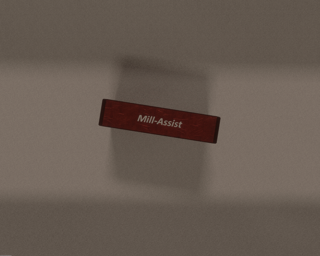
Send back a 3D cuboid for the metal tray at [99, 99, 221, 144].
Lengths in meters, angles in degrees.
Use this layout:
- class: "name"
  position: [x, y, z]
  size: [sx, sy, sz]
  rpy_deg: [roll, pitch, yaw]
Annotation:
- class: "metal tray"
  position: [0.000, -0.008, 0.378]
  size: [0.131, 0.090, 0.030]
  rpy_deg: [9, 90, -1]
